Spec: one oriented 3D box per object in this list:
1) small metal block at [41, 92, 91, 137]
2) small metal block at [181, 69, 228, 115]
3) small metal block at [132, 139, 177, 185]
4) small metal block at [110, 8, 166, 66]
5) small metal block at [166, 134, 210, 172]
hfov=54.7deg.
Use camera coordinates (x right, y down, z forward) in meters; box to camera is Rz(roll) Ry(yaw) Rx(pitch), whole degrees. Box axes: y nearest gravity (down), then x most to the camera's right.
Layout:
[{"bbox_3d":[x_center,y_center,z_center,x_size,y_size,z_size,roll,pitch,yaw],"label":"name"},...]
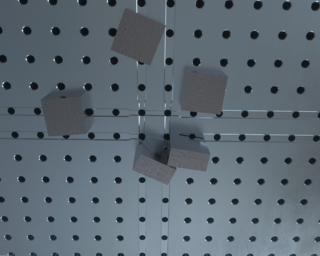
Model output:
[{"bbox_3d":[-0.122,-0.018,0.405,0.050,0.025,0.050,-4,110,1],"label":"small metal block"},{"bbox_3d":[0.055,-0.047,0.397,0.050,0.025,0.050,6,110,-3],"label":"small metal block"},{"bbox_3d":[-0.007,0.044,0.416,0.050,0.050,0.025,25,108,-9],"label":"small metal block"},{"bbox_3d":[-0.026,-0.110,0.373,0.050,0.025,0.050,21,109,-8],"label":"small metal block"},{"bbox_3d":[0.036,0.032,0.412,0.050,0.050,0.025,9,110,-4],"label":"small metal block"}]
